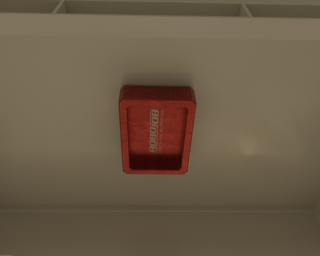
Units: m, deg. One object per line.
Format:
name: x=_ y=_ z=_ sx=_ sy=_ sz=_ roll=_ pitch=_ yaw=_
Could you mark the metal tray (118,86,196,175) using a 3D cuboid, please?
metal tray: x=-0.005 y=0.007 z=0.408 sx=0.091 sy=0.030 sz=0.129 roll=1 pitch=130 yaw=-2
